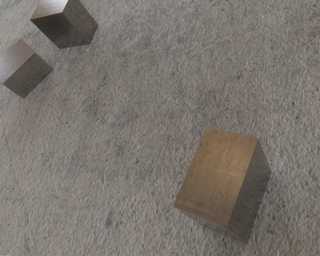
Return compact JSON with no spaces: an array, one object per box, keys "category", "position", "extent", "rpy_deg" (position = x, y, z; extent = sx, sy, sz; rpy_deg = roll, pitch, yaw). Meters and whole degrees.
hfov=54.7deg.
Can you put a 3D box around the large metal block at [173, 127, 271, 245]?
[{"category":"large metal block","position":[0.065,0.057,0.299],"extent":[0.050,0.080,0.080],"rpy_deg":[13,68,33]}]

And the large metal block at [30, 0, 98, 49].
[{"category":"large metal block","position":[-0.179,-0.200,0.586],"extent":[0.080,0.080,0.050],"rpy_deg":[0,62,28]}]

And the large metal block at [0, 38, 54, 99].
[{"category":"large metal block","position":[-0.267,-0.116,0.600],"extent":[0.080,0.050,0.080],"rpy_deg":[-46,51,-4]}]
